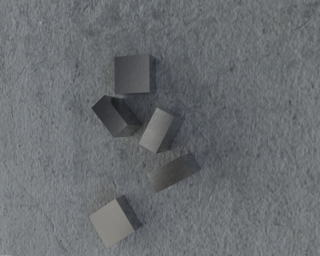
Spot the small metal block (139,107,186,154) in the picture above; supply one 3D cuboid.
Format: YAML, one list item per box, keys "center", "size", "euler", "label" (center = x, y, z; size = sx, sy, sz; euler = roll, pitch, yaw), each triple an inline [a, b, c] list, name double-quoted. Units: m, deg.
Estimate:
- center: [0.004, 0.003, 0.394]
  size: [0.025, 0.050, 0.050]
  euler: [29, 100, 17]
  label: "small metal block"

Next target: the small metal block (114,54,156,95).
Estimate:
- center: [-0.033, -0.071, 0.420]
  size: [0.050, 0.025, 0.050]
  euler: [-1, 90, 19]
  label: "small metal block"

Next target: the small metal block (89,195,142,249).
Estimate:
- center: [-0.062, 0.129, 0.430]
  size: [0.050, 0.025, 0.050]
  euler: [-36, 79, 16]
  label: "small metal block"

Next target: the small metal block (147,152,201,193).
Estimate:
- center: [0.019, 0.055, 0.388]
  size: [0.050, 0.050, 0.025]
  euler: [-30, 80, 17]
  label: "small metal block"

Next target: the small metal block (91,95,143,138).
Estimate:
- center: [-0.056, -0.015, 0.414]
  size: [0.025, 0.050, 0.050]
  euler: [-42, 77, 15]
  label: "small metal block"
